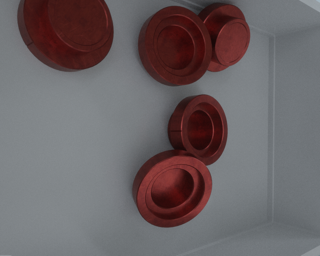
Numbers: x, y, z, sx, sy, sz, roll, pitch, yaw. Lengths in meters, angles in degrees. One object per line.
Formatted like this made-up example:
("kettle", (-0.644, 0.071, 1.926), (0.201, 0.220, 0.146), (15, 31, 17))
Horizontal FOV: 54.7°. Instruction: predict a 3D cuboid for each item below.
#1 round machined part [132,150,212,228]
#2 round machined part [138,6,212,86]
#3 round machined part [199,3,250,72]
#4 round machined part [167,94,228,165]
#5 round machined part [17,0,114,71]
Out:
("round machined part", (0.012, 0.072, 0.392), (0.099, 0.042, 0.097), (-7, 110, -18))
("round machined part", (0.016, -0.103, 0.403), (0.099, 0.042, 0.097), (-1, 92, -29))
("round machined part", (0.092, -0.128, 0.452), (0.099, 0.042, 0.097), (-19, 125, -29))
("round machined part", (0.049, 0.003, 0.437), (0.099, 0.042, 0.097), (2, 88, -42))
("round machined part", (-0.090, -0.110, 0.321), (0.099, 0.042, 0.097), (0, 90, -40))
